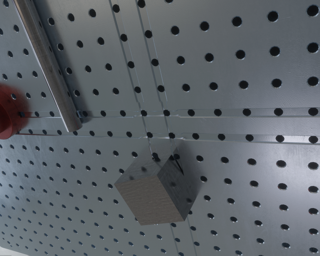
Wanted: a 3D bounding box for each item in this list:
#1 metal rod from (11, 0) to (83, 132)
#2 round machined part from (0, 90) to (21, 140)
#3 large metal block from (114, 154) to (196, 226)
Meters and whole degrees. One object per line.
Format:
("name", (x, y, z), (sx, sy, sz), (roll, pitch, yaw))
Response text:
("metal rod", (-0.169, -0.130, 0.419), (0.025, 0.025, 0.298), (-1, 118, 29))
("round machined part", (-0.299, -0.021, 0.545), (0.098, 0.042, 0.097), (13, 124, 21))
("large metal block", (-0.006, 0.093, 0.456), (0.080, 0.050, 0.080), (-18, 109, 35))
